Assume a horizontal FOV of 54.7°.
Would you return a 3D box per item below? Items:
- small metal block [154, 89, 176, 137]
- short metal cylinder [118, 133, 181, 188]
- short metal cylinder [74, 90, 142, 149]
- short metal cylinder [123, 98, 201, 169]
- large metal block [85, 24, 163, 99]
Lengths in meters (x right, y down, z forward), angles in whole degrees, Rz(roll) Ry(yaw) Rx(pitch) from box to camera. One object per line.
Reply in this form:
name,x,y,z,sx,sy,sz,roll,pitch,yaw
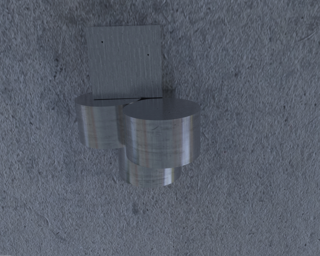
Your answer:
small metal block,0.006,-0.020,0.393,0.025,0.050,0.050,1,110,-1
short metal cylinder,-0.013,0.033,0.394,0.081,0.080,0.050,0,110,0
short metal cylinder,-0.059,-0.013,0.377,0.080,0.080,0.050,-2,110,0
short metal cylinder,0.003,0.002,0.330,0.080,0.080,0.050,-2,110,0
large metal block,-0.039,-0.080,0.368,0.080,0.050,0.079,-2,110,0
